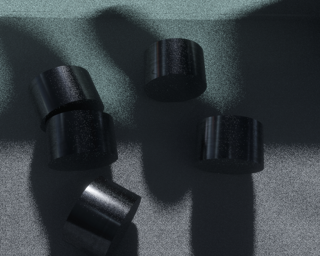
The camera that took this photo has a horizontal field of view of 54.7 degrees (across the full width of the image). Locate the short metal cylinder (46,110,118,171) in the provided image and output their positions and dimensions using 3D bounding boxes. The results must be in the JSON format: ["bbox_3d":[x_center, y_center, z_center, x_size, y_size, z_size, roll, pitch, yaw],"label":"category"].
[{"bbox_3d":[-0.094,0.017,0.373,0.081,0.080,0.050,-9,71,-4],"label":"short metal cylinder"}]

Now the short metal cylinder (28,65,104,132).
[{"bbox_3d":[-0.118,-0.034,0.392,0.080,0.080,0.050,-24,72,-8],"label":"short metal cylinder"}]

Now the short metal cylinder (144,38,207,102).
[{"bbox_3d":[0.019,-0.073,0.407,0.081,0.080,0.050,-2,70,-1],"label":"short metal cylinder"}]

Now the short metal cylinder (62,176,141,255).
[{"bbox_3d":[-0.062,0.100,0.343,0.050,0.080,0.080,27,72,9],"label":"short metal cylinder"}]

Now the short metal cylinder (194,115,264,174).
[{"bbox_3d":[0.083,0.023,0.373,0.080,0.080,0.050,5,70,2],"label":"short metal cylinder"}]
